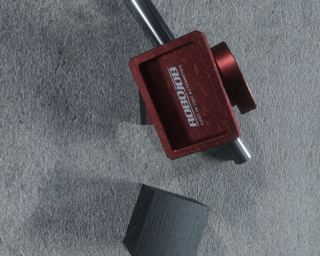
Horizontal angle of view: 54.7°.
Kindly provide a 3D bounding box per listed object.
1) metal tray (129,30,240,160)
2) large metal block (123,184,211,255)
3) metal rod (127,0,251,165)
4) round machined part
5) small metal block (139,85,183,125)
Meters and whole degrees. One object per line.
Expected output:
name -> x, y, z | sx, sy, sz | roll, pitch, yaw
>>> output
metal tray -> 0.030, -0.036, 0.365 | 0.090, 0.030, 0.129 | -20, 99, 18
large metal block -> 0.008, 0.125, 0.399 | 0.080, 0.050, 0.080 | 21, 83, -19
metal rod -> 0.037, -0.074, 0.422 | 0.025, 0.025, 0.299 | -39, 103, -16
round machined part -> 0.087, -0.061, 0.411 | 0.042, 0.098, 0.098 | -26, 100, 14
small metal block -> 0.001, -0.030, 0.410 | 0.050, 0.025, 0.050 | -4, 91, -20
